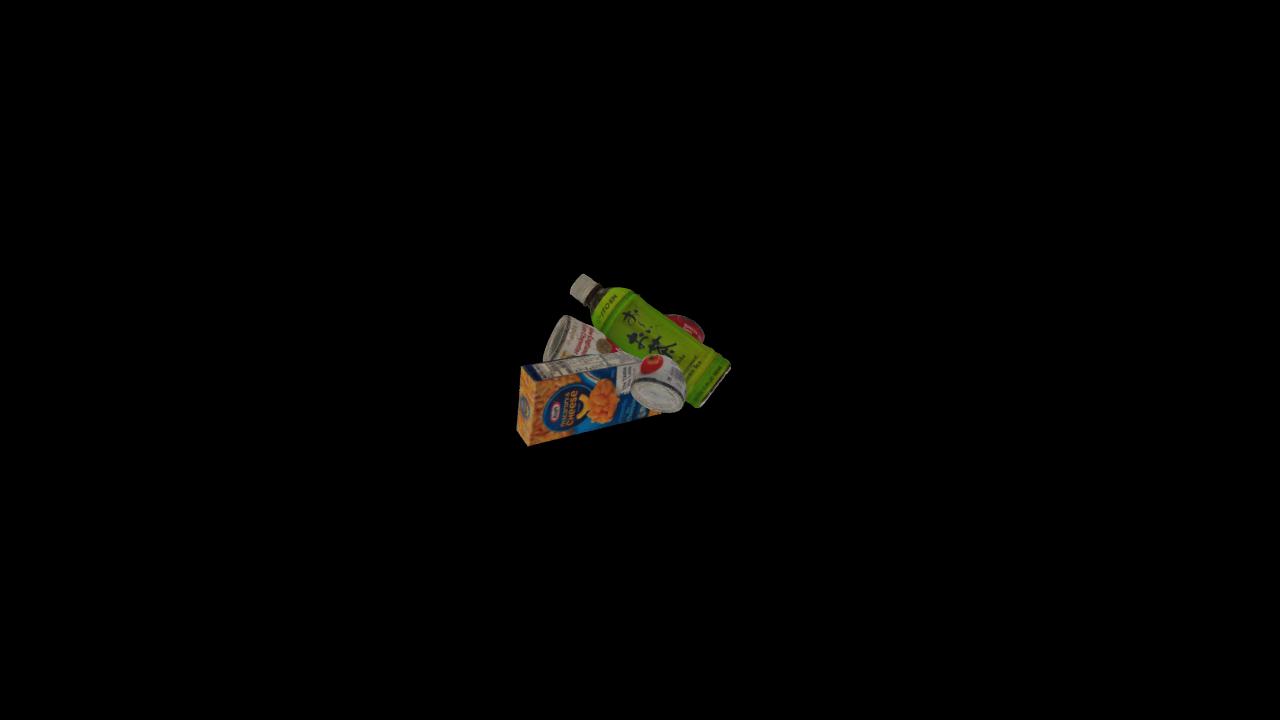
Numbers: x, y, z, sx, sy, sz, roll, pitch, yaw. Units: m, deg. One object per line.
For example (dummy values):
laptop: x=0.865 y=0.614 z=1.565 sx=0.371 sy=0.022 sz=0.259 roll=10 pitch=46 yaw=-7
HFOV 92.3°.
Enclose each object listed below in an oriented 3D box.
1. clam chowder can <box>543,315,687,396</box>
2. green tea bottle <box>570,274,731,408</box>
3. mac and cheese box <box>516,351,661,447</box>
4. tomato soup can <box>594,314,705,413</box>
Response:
clam chowder can: x=-0.058 y=-0.005 z=0.742 sx=0.102 sy=0.068 sz=0.068 roll=24 pitch=-8 yaw=-19
green tea bottle: x=0.007 y=-0.031 z=0.740 sx=0.212 sy=0.073 sz=0.073 roll=38 pitch=6 yaw=8
mac and cheese box: x=-0.051 y=0.037 z=0.725 sx=0.184 sy=0.093 sz=0.041 roll=-11 pitch=39 yaw=-32
tomato soup can: x=0.033 y=0.005 z=0.736 sx=0.068 sy=0.101 sz=0.068 roll=14 pitch=-32 yaw=9
